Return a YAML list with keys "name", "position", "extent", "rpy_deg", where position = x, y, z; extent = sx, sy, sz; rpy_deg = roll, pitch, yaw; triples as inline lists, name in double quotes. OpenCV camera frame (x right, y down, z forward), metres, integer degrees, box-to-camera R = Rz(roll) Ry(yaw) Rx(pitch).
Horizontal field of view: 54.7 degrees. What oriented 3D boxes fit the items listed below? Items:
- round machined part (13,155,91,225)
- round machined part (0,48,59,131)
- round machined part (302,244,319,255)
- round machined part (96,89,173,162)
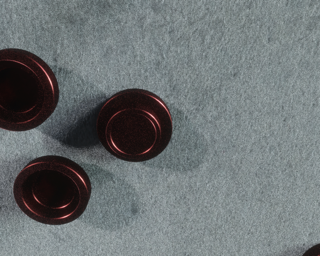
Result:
- name: "round machined part"
  position: [-0.144, 0.081, 0.429]
  extent: [0.099, 0.042, 0.097]
  rpy_deg: [0, 110, -1]
- name: "round machined part"
  position: [-0.173, -0.048, 0.380]
  extent: [0.099, 0.042, 0.097]
  rpy_deg: [0, 110, -1]
- name: "round machined part"
  position: [0.276, 0.232, 0.490]
  extent: [0.099, 0.042, 0.097]
  rpy_deg: [0, 110, -1]
- name: "round machined part"
  position: [-0.033, 0.001, 0.401]
  extent: [0.099, 0.042, 0.097]
  rpy_deg: [0, 110, -1]
